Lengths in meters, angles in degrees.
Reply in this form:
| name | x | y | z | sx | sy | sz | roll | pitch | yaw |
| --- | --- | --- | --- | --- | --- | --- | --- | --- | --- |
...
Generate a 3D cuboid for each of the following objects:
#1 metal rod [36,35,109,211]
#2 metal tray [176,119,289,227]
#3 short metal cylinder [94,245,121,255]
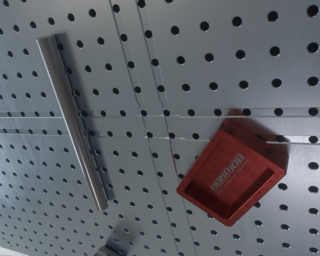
| name | x | y | z | sx | sy | sz | roll | pitch | yaw |
| --- | --- | --- | --- | --- | --- | --- | --- | --- | --- |
| metal rod | -0.129 | 0.008 | 0.484 | 0.025 | 0.025 | 0.298 | 3 | 120 | 26 |
| metal tray | 0.088 | 0.062 | 0.400 | 0.090 | 0.030 | 0.129 | 33 | 129 | 6 |
| short metal cylinder | -0.112 | 0.281 | 0.609 | 0.050 | 0.080 | 0.079 | 27 | 128 | 11 |
